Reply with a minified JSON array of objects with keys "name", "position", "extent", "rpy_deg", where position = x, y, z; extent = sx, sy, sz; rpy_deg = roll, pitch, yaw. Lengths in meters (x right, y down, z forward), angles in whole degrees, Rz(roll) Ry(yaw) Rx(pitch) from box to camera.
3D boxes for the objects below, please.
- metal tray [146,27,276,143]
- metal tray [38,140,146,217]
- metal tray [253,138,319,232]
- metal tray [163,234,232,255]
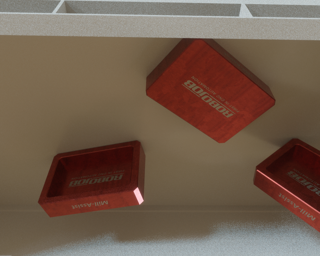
[{"name":"metal tray","position":[0.060,-0.044,0.369],"extent":[0.130,0.030,0.090],"rpy_deg":[32,123,-25]},{"name":"metal tray","position":[-0.088,0.067,0.422],"extent":[0.131,0.090,0.030],"rpy_deg":[-10,130,8]},{"name":"metal tray","position":[0.197,0.074,0.387],"extent":[0.091,0.130,0.030],"rpy_deg":[-29,136,-27]},{"name":"metal tray","position":[0.080,0.262,0.633],"extent":[0.131,0.030,0.090],"rpy_deg":[-13,129,10]}]
